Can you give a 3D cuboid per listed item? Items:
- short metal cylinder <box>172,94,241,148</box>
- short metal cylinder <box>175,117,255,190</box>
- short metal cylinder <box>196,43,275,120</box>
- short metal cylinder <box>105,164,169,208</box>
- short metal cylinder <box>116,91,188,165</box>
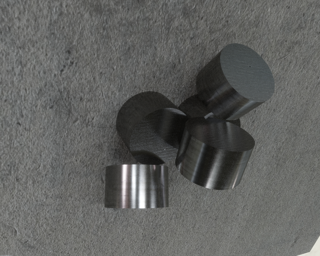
[{"bbox_3d":[0.062,-0.001,0.427,0.081,0.050,0.079,-14,125,-21],"label":"short metal cylinder"},{"bbox_3d":[0.063,0.027,0.360,0.081,0.080,0.050,-2,119,-28],"label":"short metal cylinder"},{"bbox_3d":[0.092,-0.056,0.381,0.081,0.080,0.050,0,156,-29],"label":"short metal cylinder"},{"bbox_3d":[-0.029,0.075,0.396,0.081,0.080,0.050,7,76,-32],"label":"short metal cylinder"},{"bbox_3d":[-0.009,0.000,0.388,0.081,0.050,0.079,-14,125,-21],"label":"short metal cylinder"}]
